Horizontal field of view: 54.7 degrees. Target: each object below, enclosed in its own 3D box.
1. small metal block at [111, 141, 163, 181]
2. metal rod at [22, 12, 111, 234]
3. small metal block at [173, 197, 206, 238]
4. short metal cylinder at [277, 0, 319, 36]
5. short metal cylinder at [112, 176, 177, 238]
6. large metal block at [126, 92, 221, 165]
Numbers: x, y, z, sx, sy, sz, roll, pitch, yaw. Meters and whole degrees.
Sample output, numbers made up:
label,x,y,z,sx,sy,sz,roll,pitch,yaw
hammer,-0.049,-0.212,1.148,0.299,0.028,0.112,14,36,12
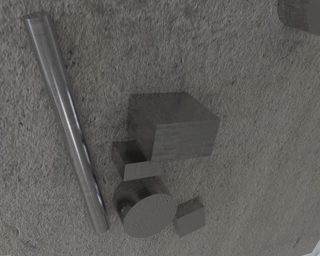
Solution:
label,x,y,z,sx,sy,sz,roll,pitch,yaw
small metal block,-0.030,0.039,0.399,0.050,0.050,0.025,-6,121,-26
metal rod,-0.098,0.020,0.365,0.025,0.025,0.298,-19,126,-17
small metal block,0.049,0.152,0.528,0.050,0.025,0.050,-20,126,-17
short metal cylinder,0.201,-0.165,0.399,0.081,0.050,0.079,-14,124,-21
short metal cylinder,-0.022,0.111,0.447,0.081,0.050,0.079,-14,124,-21
large metal block,0.012,-0.004,0.376,0.081,0.080,0.050,-5,121,-26
